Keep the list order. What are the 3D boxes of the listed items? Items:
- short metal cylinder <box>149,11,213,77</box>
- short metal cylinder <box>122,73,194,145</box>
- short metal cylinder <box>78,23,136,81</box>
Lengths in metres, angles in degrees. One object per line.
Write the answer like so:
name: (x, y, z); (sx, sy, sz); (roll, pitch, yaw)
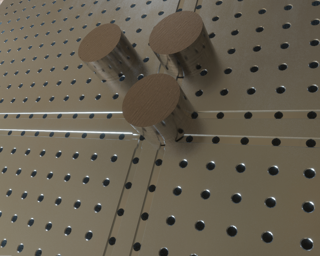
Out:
short metal cylinder: (0.031, -0.122, 0.449); (0.080, 0.050, 0.080); (-13, 56, 21)
short metal cylinder: (-0.002, -0.025, 0.407); (0.080, 0.050, 0.080); (-13, 56, 20)
short metal cylinder: (-0.087, -0.125, 0.513); (0.080, 0.050, 0.080); (-13, 56, 20)
